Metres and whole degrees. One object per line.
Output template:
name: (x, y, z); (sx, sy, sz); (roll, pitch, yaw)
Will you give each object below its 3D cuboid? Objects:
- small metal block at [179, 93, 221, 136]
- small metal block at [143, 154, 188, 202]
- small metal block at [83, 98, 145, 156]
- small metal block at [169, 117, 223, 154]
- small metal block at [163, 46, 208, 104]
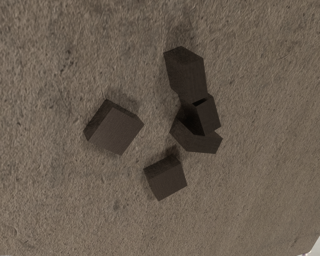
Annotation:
small metal block: (0.051, -0.025, 0.404); (0.025, 0.050, 0.050); (-31, 129, -9)
small metal block: (0.009, 0.074, 0.459); (0.050, 0.025, 0.050); (-26, 128, -12)
small metal block: (-0.056, 0.000, 0.377); (0.050, 0.025, 0.050); (30, 102, -38)
small metal block: (0.049, 0.010, 0.426); (0.050, 0.050, 0.025); (8, 115, -32)
small metal block: (0.031, -0.064, 0.369); (0.025, 0.050, 0.050); (-25, 128, -14)
